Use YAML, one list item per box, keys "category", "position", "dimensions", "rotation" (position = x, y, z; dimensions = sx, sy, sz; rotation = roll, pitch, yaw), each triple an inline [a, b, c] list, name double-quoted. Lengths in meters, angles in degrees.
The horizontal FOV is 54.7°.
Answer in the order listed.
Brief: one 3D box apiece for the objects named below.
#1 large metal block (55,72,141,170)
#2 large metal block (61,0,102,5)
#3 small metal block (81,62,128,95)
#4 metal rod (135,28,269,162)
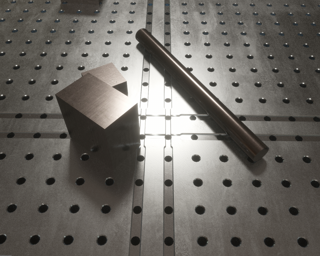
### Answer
- category: "large metal block"
  position: [-0.072, -0.008, 0.378]
  dimensions: [0.080, 0.080, 0.050]
  rotation: [32, 57, 24]
- category: "large metal block"
  position: [-0.159, -0.301, 0.643]
  dimensions: [0.080, 0.050, 0.080]
  rotation: [6, 50, 4]
- category: "small metal block"
  position: [-0.083, -0.067, 0.463]
  dimensions: [0.050, 0.025, 0.050]
  rotation: [-24, 54, -20]
- category: "metal rod"
  position: [0.046, -0.066, 0.463]
  dimensions: [0.025, 0.025, 0.300]
  rotation: [-25, 55, -20]
